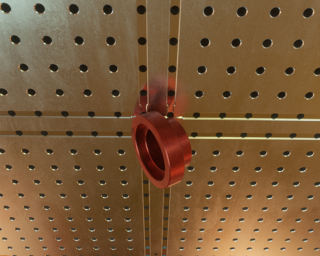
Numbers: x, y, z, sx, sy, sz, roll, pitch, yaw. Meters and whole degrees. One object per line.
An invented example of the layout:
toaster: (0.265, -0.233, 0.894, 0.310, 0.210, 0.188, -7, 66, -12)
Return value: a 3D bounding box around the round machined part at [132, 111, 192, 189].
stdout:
round machined part: (0.005, 0.025, 0.397, 0.042, 0.098, 0.097, -19, 136, -25)
